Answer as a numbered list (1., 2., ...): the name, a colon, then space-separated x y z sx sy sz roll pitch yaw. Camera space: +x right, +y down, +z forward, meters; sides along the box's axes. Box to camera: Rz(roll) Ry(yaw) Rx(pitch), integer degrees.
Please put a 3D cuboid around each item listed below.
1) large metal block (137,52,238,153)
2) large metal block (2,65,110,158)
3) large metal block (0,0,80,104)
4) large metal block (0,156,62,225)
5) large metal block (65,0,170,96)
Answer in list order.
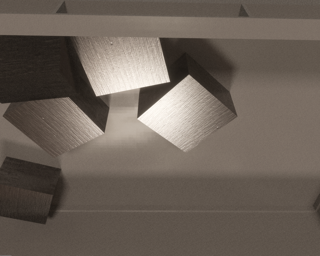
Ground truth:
1. large metal block: 0.031 -0.028 0.370 0.080 0.050 0.080 36 121 -27
2. large metal block: -0.121 -0.020 0.374 0.080 0.050 0.080 -25 126 19
3. large metal block: -0.125 -0.073 0.299 0.080 0.080 0.050 -5 162 4
4. large metal block: -0.204 0.097 0.472 0.081 0.050 0.079 16 128 -14
5. large metal block: -0.038 -0.086 0.319 0.080 0.050 0.080 -10 130 8
